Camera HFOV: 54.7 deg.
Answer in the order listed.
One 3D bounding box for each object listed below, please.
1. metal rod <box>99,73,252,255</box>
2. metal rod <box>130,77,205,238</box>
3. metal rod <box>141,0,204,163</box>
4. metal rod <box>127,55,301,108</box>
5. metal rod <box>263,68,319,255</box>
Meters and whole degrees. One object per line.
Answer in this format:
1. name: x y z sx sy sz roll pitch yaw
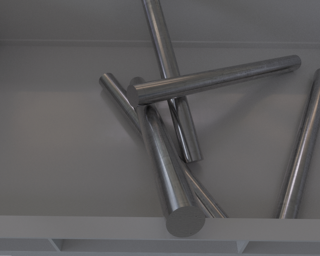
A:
1. metal rod: 0.000 0.025 0.383 0.025 0.025 0.300 -26 55 -20
2. metal rod: -0.008 -0.003 0.327 0.025 0.025 0.300 -8 25 -7
3. metal rod: 0.006 -0.100 0.408 0.025 0.025 0.299 -12 76 -10
4. metal rod: 0.093 -0.069 0.414 0.302 0.025 0.025 -16 50 -33
5. metal rod: 0.182 0.020 0.388 0.025 0.025 0.301 21 53 17
